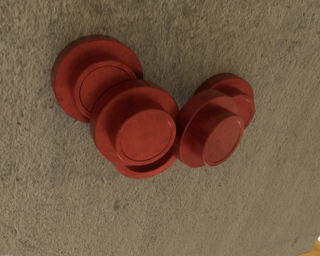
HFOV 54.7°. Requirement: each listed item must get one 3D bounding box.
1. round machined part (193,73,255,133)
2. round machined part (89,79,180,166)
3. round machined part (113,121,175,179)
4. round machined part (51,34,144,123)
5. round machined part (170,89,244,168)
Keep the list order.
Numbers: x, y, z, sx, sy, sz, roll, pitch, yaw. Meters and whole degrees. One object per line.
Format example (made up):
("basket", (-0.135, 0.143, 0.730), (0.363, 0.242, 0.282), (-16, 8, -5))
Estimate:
("round machined part", (0.093, -0.024, 0.434), (0.099, 0.042, 0.097), (-14, 125, -21))
("round machined part", (-0.022, 0.001, 0.332), (0.099, 0.042, 0.097), (-14, 125, -21))
("round machined part", (-0.020, 0.014, 0.396), (0.099, 0.042, 0.097), (-14, 125, -21))
("round machined part", (-0.063, -0.047, 0.334), (0.099, 0.042, 0.097), (-14, 125, -21))
("round machined part", (0.062, 0.007, 0.369), (0.099, 0.042, 0.097), (-24, 131, -31))
